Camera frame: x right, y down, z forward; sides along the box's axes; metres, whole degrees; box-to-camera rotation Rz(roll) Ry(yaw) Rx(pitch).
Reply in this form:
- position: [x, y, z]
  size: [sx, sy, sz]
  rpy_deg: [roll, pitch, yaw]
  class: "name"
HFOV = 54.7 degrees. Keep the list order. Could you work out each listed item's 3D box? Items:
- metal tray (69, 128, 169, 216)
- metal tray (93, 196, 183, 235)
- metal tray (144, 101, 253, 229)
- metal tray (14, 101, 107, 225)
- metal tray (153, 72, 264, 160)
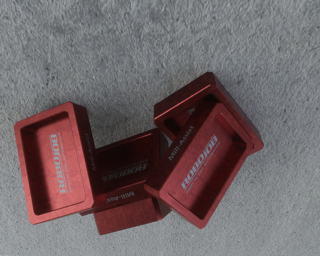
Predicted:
- position: [-0.053, 0.057, 0.414]
  size: [0.130, 0.090, 0.030]
  rpy_deg: [-19, 128, 15]
  class: "metal tray"
- position: [-0.024, 0.112, 0.447]
  size: [0.090, 0.030, 0.130]
  rpy_deg: [-19, 173, 15]
  class: "metal tray"
- position: [0.051, 0.043, 0.373]
  size: [0.090, 0.030, 0.130]
  rpy_deg: [45, 72, -31]
  class: "metal tray"
- position: [-0.124, 0.043, 0.381]
  size: [0.090, 0.129, 0.030]
  rpy_deg: [-19, 166, 15]
  class: "metal tray"
- position: [0.065, -0.001, 0.406]
  size: [0.090, 0.030, 0.130]
  rpy_deg: [-31, 124, 23]
  class: "metal tray"
